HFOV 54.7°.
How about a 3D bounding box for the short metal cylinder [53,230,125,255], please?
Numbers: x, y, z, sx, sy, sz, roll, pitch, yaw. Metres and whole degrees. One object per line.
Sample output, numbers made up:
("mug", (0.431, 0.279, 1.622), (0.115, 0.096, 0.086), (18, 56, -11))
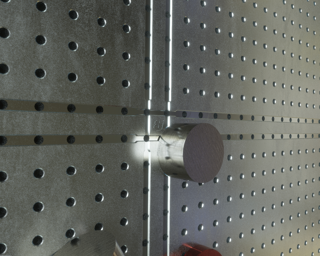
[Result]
("short metal cylinder", (-0.071, 0.151, 0.314), (0.080, 0.080, 0.050), (-36, 113, -34))

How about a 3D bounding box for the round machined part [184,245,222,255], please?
("round machined part", (0.068, 0.229, 0.455), (0.099, 0.042, 0.097), (0, 90, -40))

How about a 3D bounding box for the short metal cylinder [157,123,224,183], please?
("short metal cylinder", (0.043, 0.033, 0.429), (0.081, 0.050, 0.079), (0, 90, -40))
